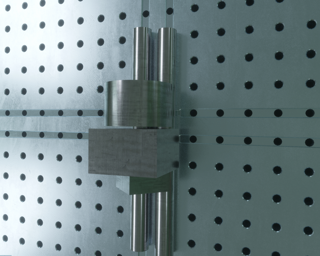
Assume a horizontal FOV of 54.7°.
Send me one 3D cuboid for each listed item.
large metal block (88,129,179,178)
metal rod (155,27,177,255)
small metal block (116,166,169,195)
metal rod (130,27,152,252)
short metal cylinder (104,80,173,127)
[{"bbox_3d":[-0.027,0.026,0.366,0.080,0.080,0.050,1,90,19],"label":"large metal block"},{"bbox_3d":[0.007,0.020,0.410,0.025,0.025,0.298,1,90,19],"label":"metal rod"},{"bbox_3d":[-0.022,0.063,0.382,0.050,0.050,0.025,1,91,-25],"label":"small metal block"},{"bbox_3d":[-0.026,0.015,0.422,0.025,0.025,0.298,1,90,19],"label":"metal rod"},{"bbox_3d":[-0.025,-0.027,0.369,0.080,0.080,0.050,1,91,19],"label":"short metal cylinder"}]
